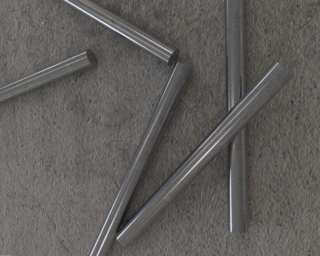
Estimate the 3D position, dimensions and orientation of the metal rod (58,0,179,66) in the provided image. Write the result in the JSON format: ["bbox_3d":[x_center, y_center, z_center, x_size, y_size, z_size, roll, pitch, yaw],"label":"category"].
[{"bbox_3d":[-0.102,-0.172,0.444,0.300,0.025,0.025,34,101,16],"label":"metal rod"}]

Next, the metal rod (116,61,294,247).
[{"bbox_3d":[0.040,0.045,0.375,0.025,0.025,0.299,45,111,14],"label":"metal rod"}]

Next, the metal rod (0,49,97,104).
[{"bbox_3d":[-0.234,-0.059,0.491,0.300,0.025,0.025,-17,85,19],"label":"metal rod"}]

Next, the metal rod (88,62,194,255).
[{"bbox_3d":[-0.030,0.054,0.419,0.025,0.025,0.298,27,99,18],"label":"metal rod"}]

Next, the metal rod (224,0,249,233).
[{"bbox_3d":[0.093,-0.026,0.376,0.025,0.025,0.298,-1,90,20],"label":"metal rod"}]
